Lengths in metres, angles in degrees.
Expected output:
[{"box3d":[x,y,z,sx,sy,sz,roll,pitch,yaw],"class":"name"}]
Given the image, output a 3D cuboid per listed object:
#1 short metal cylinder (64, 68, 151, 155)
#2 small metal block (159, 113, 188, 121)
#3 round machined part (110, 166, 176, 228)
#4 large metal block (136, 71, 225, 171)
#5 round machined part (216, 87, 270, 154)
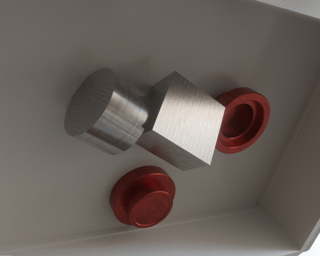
[{"box3d":[-0.057,-0.017,0.333,0.050,0.080,0.080,33,99,-39],"class":"short metal cylinder"},{"box3d":[0.004,0.002,0.414,0.050,0.025,0.050,8,115,-32],"class":"small metal block"},{"box3d":[-0.020,0.107,0.455,0.099,0.042,0.097,-14,125,-21],"class":"round machined part"},{"box3d":[0.023,-0.006,0.365,0.080,0.050,0.080,32,60,-22],"class":"large metal block"},{"box3d":[0.106,-0.014,0.449,0.099,0.042,0.097,-14,125,-21],"class":"round machined part"}]
